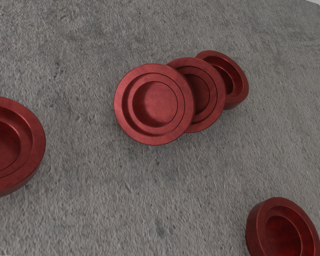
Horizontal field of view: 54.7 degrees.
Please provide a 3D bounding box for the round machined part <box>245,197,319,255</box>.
[{"bbox_3d":[0.147,0.140,0.386,0.099,0.042,0.098,14,56,-21],"label":"round machined part"}]

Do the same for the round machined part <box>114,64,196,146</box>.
[{"bbox_3d":[-0.004,-0.030,0.385,0.098,0.098,0.042,45,15,2],"label":"round machined part"}]

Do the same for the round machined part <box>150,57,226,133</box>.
[{"bbox_3d":[0.039,-0.044,0.418,0.098,0.098,0.042,45,15,3],"label":"round machined part"}]

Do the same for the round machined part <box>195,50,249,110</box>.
[{"bbox_3d":[0.085,-0.069,0.480,0.099,0.042,0.098,14,56,-21],"label":"round machined part"}]

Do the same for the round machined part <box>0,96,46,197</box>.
[{"bbox_3d":[-0.163,0.020,0.293,0.099,0.042,0.098,14,56,-21],"label":"round machined part"}]
